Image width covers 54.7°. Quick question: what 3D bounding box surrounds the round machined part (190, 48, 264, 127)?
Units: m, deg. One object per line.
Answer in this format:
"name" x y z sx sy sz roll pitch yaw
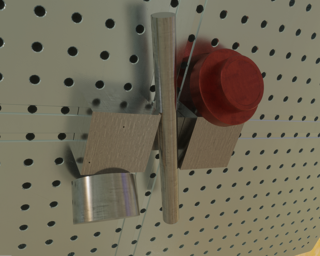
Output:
"round machined part" 0.090 -0.052 0.385 0.099 0.042 0.097 4 81 -28

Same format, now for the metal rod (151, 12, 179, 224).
"metal rod" 0.010 0.012 0.390 0.025 0.025 0.298 -16 125 -19

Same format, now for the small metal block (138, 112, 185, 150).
"small metal block" -0.001 0.002 0.413 0.050 0.025 0.050 1 118 -29

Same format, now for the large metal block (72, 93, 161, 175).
"large metal block" -0.054 0.007 0.371 0.081 0.050 0.079 2 118 -30

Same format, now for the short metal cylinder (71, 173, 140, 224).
"short metal cylinder" -0.068 0.089 0.385 0.081 0.050 0.080 -8 163 -2

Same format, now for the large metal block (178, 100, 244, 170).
"large metal block" 0.062 0.010 0.436 0.081 0.050 0.079 1 118 -29
